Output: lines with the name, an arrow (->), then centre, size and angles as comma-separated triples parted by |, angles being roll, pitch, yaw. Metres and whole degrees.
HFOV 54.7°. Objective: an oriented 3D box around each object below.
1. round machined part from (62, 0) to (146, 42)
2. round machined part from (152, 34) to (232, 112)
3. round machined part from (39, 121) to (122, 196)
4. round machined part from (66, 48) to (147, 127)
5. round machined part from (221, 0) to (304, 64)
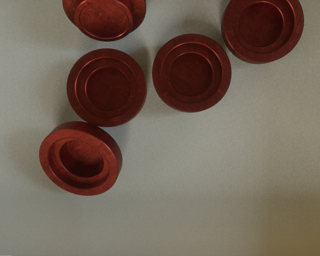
round machined part -> -0.066, -0.142, 0.370 | 0.099, 0.098, 0.042 | -3, 63, -1
round machined part -> 0.039, -0.068, 0.403 | 0.099, 0.042, 0.097 | 0, 90, -1
round machined part -> -0.095, 0.034, 0.388 | 0.099, 0.042, 0.097 | 4, 119, 8
round machined part -> -0.066, -0.050, 0.402 | 0.099, 0.042, 0.097 | 0, 90, -1
round machined part -> 0.128, -0.132, 0.402 | 0.099, 0.042, 0.097 | 0, 95, 1
